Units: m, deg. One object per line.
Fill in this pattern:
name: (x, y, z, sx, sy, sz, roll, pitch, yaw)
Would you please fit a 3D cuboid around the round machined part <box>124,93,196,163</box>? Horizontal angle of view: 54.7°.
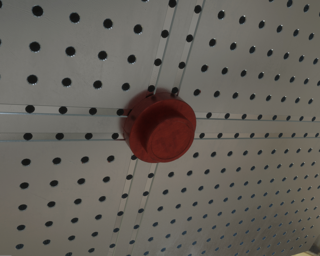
round machined part: (0.006, 0.007, 0.409, 0.099, 0.042, 0.097, -14, 125, -21)
